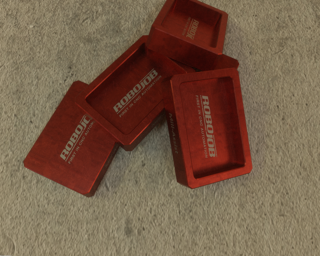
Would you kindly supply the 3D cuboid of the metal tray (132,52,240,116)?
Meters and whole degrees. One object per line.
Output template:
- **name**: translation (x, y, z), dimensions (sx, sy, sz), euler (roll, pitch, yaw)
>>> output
- **metal tray**: translation (0.033, -0.077, 0.435), dimensions (0.130, 0.030, 0.090), euler (26, 72, 8)

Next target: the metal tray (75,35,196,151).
- **metal tray**: translation (-0.028, -0.046, 0.391), dimensions (0.090, 0.030, 0.130), euler (40, 74, 13)

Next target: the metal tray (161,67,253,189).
- **metal tray**: translation (0.057, -0.002, 0.372), dimensions (0.091, 0.030, 0.129), euler (-11, 94, -21)

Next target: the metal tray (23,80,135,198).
- **metal tray**: translation (-0.099, 0.012, 0.400), dimensions (0.090, 0.030, 0.130), euler (23, 71, 8)

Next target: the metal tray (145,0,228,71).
- **metal tray**: translation (0.041, -0.135, 0.420), dimensions (0.090, 0.030, 0.130), euler (22, 44, -3)
